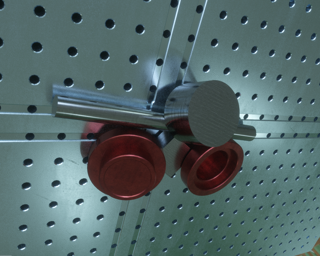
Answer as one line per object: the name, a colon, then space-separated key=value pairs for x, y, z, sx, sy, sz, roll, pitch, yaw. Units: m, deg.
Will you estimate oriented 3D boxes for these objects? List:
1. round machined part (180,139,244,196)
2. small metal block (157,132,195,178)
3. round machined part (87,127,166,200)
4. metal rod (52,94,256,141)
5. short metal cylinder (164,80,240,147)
round machined part: x=0.073 y=0.050 z=0.464 sx=0.099 sy=0.042 sz=0.097 roll=-17 pitch=128 yaw=-22
small metal block: x=0.013 y=0.034 z=0.435 sx=0.050 sy=0.025 sz=0.050 roll=-45 pitch=129 yaw=3
round machined part: x=-0.041 y=0.051 z=0.388 sx=0.099 sy=0.042 sz=0.097 roll=-4 pitch=118 yaw=-6
metal rod: x=0.015 y=-0.008 z=0.410 sx=0.302 sy=0.025 sz=0.025 roll=7 pitch=115 yaw=-32
short metal cylinder: x=0.053 y=-0.018 z=0.389 sx=0.081 sy=0.050 sz=0.079 roll=-2 pitch=94 yaw=-32
